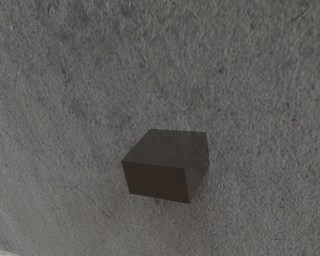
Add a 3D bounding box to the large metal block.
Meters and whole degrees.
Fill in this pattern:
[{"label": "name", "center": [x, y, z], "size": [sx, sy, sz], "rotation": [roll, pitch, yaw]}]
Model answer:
[{"label": "large metal block", "center": [0.010, 0.044, 0.392], "size": [0.080, 0.080, 0.050], "rotation": [4, 120, 26]}]
